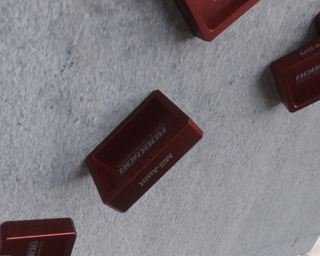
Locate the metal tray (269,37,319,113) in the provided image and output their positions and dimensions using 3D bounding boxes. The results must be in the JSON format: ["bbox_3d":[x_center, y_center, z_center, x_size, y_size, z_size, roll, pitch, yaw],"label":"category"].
[{"bbox_3d":[0.239,-0.087,0.457,0.130,0.030,0.090,-28,132,12],"label":"metal tray"}]

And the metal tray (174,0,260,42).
[{"bbox_3d":[0.051,-0.170,0.327,0.090,0.030,0.130,-40,130,-1],"label":"metal tray"}]

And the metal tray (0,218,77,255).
[{"bbox_3d":[-0.175,0.184,0.422,0.091,0.030,0.129,7,115,-32],"label":"metal tray"}]

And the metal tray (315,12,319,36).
[{"bbox_3d":[0.296,-0.145,0.478,0.090,0.030,0.130,-42,130,0],"label":"metal tray"}]

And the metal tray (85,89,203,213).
[{"bbox_3d":[-0.023,0.024,0.367,0.130,0.090,0.030,-44,130,2],"label":"metal tray"}]
